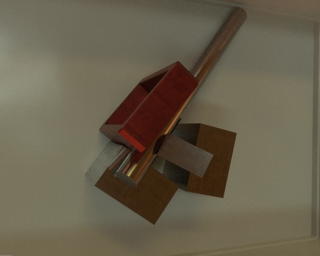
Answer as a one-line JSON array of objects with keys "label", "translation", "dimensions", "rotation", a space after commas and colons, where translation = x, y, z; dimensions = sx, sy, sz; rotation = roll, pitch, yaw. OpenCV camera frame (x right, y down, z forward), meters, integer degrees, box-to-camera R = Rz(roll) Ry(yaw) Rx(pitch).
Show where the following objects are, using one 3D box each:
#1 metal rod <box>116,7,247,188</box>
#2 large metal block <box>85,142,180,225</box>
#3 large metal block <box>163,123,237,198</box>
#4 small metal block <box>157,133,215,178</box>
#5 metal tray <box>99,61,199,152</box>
[{"label": "metal rod", "translation": [0.041, -0.057, 0.377], "dimensions": [0.025, 0.025, 0.301], "rotation": [43, 59, -15]}, {"label": "large metal block", "translation": [-0.036, 0.062, 0.369], "dimensions": [0.080, 0.080, 0.050], "rotation": [38, 78, -17]}, {"label": "large metal block", "translation": [0.047, 0.039, 0.400], "dimensions": [0.050, 0.080, 0.080], "rotation": [14, 85, -20]}, {"label": "small metal block", "translation": [0.029, 0.029, 0.329], "dimensions": [0.050, 0.050, 0.025], "rotation": [26, 89, 13]}, {"label": "metal tray", "translation": [-0.019, -0.021, 0.346], "dimensions": [0.030, 0.130, 0.090], "rotation": [42, 78, -15]}]
